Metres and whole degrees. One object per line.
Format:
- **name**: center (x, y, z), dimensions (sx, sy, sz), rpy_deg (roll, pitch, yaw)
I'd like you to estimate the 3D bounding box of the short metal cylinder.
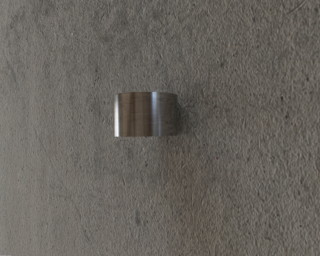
- **short metal cylinder**: center (-0.018, -0.015, 0.384), dimensions (0.080, 0.081, 0.050), rpy_deg (-1, 90, 39)
